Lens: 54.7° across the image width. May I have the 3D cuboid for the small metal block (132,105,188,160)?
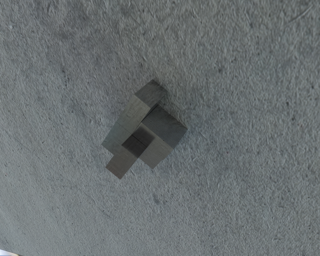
[{"bbox_3d":[0.001,0.005,0.393,0.050,0.050,0.025,40,129,0],"label":"small metal block"}]

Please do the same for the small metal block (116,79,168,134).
[{"bbox_3d":[-0.022,-0.027,0.385,0.025,0.050,0.050,40,129,1],"label":"small metal block"}]

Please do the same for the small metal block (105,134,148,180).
[{"bbox_3d":[-0.037,0.031,0.397,0.025,0.050,0.050,40,129,1],"label":"small metal block"}]

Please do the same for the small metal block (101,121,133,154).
[{"bbox_3d":[-0.046,0.003,0.416,0.025,0.050,0.050,40,129,1],"label":"small metal block"}]

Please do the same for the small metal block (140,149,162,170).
[{"bbox_3d":[-0.011,0.021,0.426,0.050,0.025,0.050,40,129,0],"label":"small metal block"}]
